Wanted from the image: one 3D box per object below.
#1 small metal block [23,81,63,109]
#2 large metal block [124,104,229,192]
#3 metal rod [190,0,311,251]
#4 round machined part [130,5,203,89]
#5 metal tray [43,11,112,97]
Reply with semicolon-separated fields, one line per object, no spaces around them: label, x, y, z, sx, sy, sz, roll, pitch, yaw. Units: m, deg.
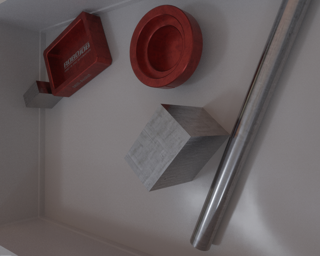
small metal block;-0.209;-0.059;0.560;0.050;0.050;0.025;-34;70;35
large metal block;0.020;0.021;0.353;0.050;0.081;0.080;49;119;28
metal rod;0.092;-0.001;0.329;0.025;0.025;0.298;28;107;36
round machined part;0.012;-0.097;0.384;0.098;0.042;0.097;0;90;39
metal tray;-0.141;-0.118;0.516;0.130;0.030;0.090;-27;73;36
